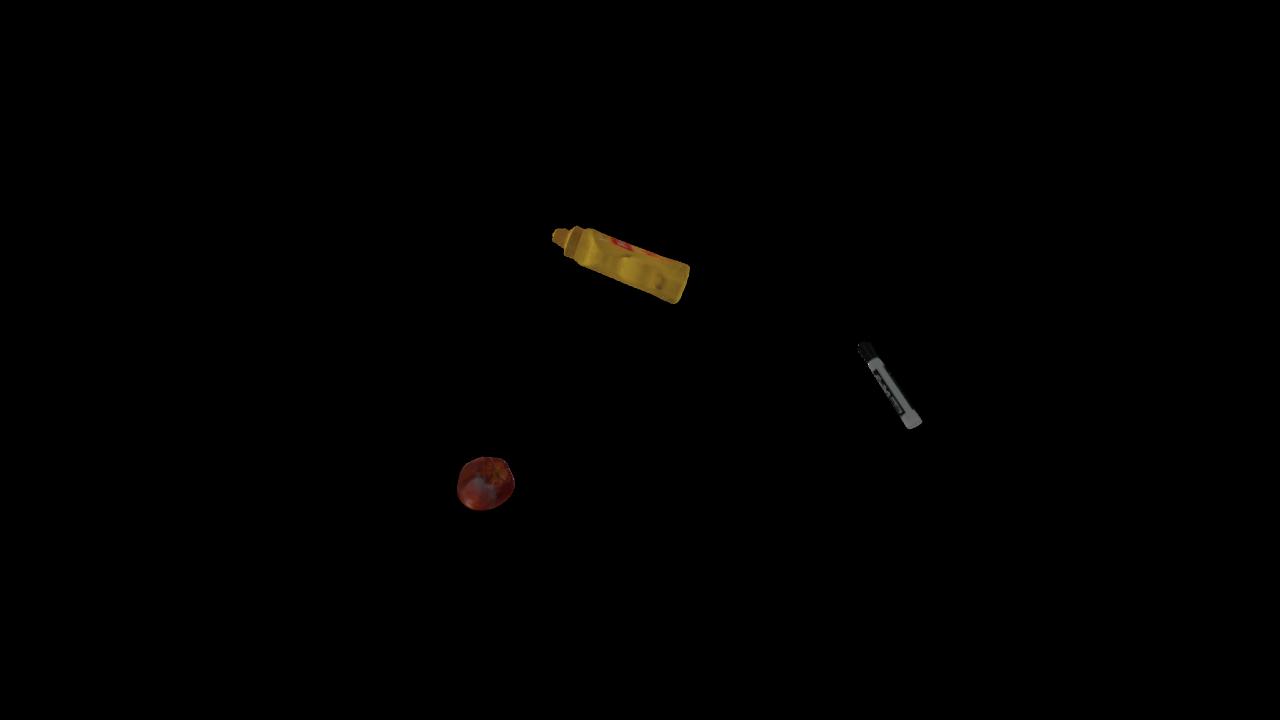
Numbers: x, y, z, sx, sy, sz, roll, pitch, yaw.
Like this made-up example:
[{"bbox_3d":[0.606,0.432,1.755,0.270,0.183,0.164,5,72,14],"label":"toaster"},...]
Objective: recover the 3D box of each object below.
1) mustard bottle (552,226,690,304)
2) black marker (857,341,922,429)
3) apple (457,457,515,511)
[{"bbox_3d":[-0.028,-0.131,0.807,0.184,0.054,0.092,21,24,-3],"label":"mustard bottle"},{"bbox_3d":[0.296,0.027,0.736,0.020,0.121,0.020,-16,-31,-10],"label":"black marker"},{"bbox_3d":[-0.219,0.176,0.878,0.079,0.079,0.093,0,-30,-38],"label":"apple"}]
